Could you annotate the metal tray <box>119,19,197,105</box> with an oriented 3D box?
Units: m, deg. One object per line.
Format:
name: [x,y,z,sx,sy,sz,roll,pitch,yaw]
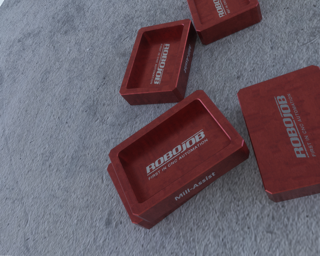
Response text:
metal tray: [-0.001,-0.098,0.460,0.090,0.030,0.130,-1,61,27]

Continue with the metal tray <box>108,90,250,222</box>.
metal tray: [0.016,0.028,0.335,0.130,0.030,0.090,-35,51,5]

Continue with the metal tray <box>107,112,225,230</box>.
metal tray: [0.009,0.044,0.368,0.130,0.030,0.090,-37,51,3]

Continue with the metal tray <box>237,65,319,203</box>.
metal tray: [0.141,0.003,0.324,0.090,0.030,0.130,-18,55,17]

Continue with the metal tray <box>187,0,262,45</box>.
metal tray: [0.090,-0.195,0.472,0.090,0.030,0.130,-20,54,16]
